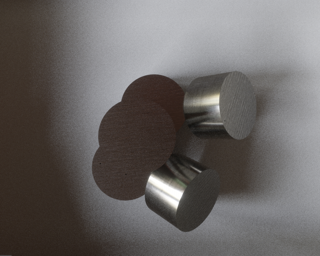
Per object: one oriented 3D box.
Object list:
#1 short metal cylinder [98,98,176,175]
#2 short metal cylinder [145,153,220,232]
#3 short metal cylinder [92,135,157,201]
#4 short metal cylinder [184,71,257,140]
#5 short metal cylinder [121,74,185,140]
[{"bbox_3d":[-0.024,0.008,0.346,0.081,0.050,0.079,0,90,-1],"label":"short metal cylinder"},{"bbox_3d":[0.028,0.077,0.376,0.050,0.080,0.080,24,90,40],"label":"short metal cylinder"},{"bbox_3d":[-0.042,0.047,0.397,0.081,0.050,0.079,0,90,-1],"label":"short metal cylinder"},{"bbox_3d":[0.075,-0.026,0.378,0.081,0.050,0.079,2,88,-44],"label":"short metal cylinder"},{"bbox_3d":[-0.007,-0.025,0.397,0.081,0.050,0.079,0,90,-1],"label":"short metal cylinder"}]
